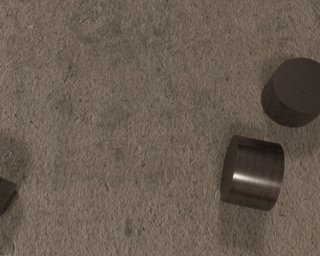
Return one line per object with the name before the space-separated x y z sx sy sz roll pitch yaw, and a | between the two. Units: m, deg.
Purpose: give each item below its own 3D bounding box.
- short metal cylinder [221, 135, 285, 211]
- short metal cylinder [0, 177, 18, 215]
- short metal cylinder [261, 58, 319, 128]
short metal cylinder | 0.105 0.052 0.361 0.050 0.080 0.080 12 71 4
short metal cylinder | -0.214 0.071 0.351 0.080 0.080 0.050 22 72 7
short metal cylinder | 0.183 -0.046 0.414 0.081 0.050 0.080 0 70 0
